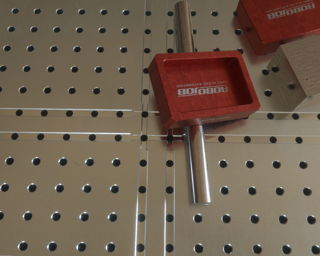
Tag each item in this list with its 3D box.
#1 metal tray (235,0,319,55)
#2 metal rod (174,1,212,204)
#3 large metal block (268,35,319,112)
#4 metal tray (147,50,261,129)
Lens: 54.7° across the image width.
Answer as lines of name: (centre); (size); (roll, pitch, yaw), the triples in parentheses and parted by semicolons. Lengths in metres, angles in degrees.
metal tray: (0.194, -0.171, 0.473); (0.131, 0.030, 0.090); (-17, 71, -6)
metal rod: (0.043, -0.048, 0.429); (0.025, 0.025, 0.299); (-3, 70, -1)
large metal block: (0.211, -0.077, 0.428); (0.081, 0.050, 0.080); (-16, 71, -6)
metal tray: (0.058, -0.053, 0.404); (0.131, 0.030, 0.090); (-8, 73, -23)
